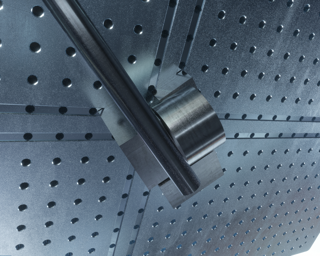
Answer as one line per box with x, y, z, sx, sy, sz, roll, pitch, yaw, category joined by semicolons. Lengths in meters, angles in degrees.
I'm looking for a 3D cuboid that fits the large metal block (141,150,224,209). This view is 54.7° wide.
0.025;0.046;0.417;0.080;0.080;0.050;-33;129;-7;large metal block

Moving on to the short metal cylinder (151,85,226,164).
0.031;-0.002;0.360;0.050;0.080;0.080;-32;129;-8;short metal cylinder

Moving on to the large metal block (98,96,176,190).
-0.023;0.014;0.374;0.050;0.080;0.080;-33;129;-7;large metal block

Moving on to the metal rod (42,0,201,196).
-0.048;-0.054;0.285;0.025;0.025;0.299;-36;108;-5;metal rod

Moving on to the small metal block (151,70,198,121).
0.024;-0.038;0.403;0.050;0.025;0.050;-36;130;-5;small metal block
